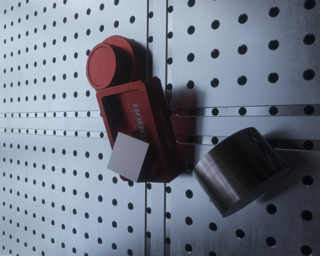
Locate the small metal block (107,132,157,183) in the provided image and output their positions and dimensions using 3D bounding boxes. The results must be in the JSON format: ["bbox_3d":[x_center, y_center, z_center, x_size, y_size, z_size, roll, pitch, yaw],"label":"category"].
[{"bbox_3d":[-0.034,0.037,0.396,0.050,0.025,0.050,20,93,31],"label":"small metal block"}]

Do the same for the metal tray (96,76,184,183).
[{"bbox_3d":[-0.028,0.005,0.404,0.090,0.030,0.129,-6,103,39],"label":"metal tray"}]

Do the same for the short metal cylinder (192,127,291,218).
[{"bbox_3d":[0.080,0.044,0.308,0.080,0.081,0.050,-51,60,28],"label":"short metal cylinder"}]

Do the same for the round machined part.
[{"bbox_3d":[-0.072,-0.088,0.458,0.098,0.042,0.097,0,90,40],"label":"round machined part"}]
